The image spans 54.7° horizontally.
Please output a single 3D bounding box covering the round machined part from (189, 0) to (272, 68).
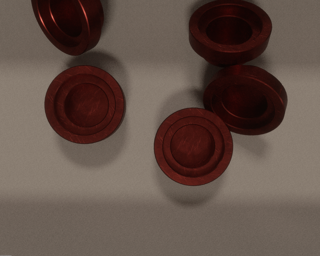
[{"bbox_3d":[0.086,-0.114,0.389,0.099,0.042,0.098,-2,57,3],"label":"round machined part"}]

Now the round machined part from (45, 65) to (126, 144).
[{"bbox_3d":[-0.093,-0.029,0.402,0.099,0.042,0.097,0,90,-1],"label":"round machined part"}]

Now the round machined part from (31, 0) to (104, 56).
[{"bbox_3d":[-0.109,-0.143,0.383,0.098,0.098,0.042,47,52,-1],"label":"round machined part"}]

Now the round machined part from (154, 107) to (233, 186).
[{"bbox_3d":[0.042,0.023,0.403,0.099,0.042,0.097,0,90,-1],"label":"round machined part"}]

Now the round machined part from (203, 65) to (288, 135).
[{"bbox_3d":[0.107,-0.039,0.386,0.098,0.097,0.042,30,54,-1],"label":"round machined part"}]
